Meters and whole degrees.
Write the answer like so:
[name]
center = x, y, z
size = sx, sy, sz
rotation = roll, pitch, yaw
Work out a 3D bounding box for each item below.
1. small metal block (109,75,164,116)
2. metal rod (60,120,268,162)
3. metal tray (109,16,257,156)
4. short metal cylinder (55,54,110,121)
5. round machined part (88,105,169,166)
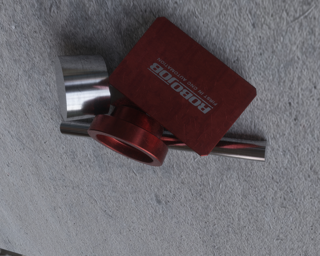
[small metal block]
center = -0.027, -0.042, 0.378
size = 0.050, 0.050, 0.025
rotation = 22, 127, 15
[metal rod]
center = -0.012, 0.013, 0.423
size = 0.301, 0.025, 0.025
rotation = 6, 121, 25
[metal tray]
center = 0.024, -0.043, 0.333
size = 0.130, 0.030, 0.090
rotation = 39, 90, 1
[short metal cylinder]
center = -0.098, -0.051, 0.387
size = 0.080, 0.050, 0.080
rotation = 172, 90, -66
[round machined part]
center = -0.034, 0.007, 0.380
size = 0.098, 0.042, 0.098
rotation = 22, 163, 7
